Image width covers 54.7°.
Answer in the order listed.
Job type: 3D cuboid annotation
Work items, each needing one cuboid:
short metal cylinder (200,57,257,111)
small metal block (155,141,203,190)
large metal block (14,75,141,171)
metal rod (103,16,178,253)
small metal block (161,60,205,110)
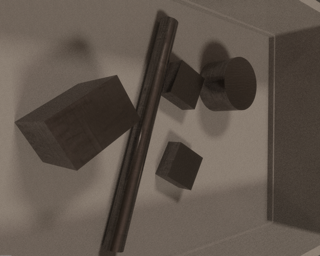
[{"bbox_3d":[0.106,-0.066,0.481,0.081,0.050,0.079,0,90,-40],"label":"short metal cylinder"},{"bbox_3d":[0.028,0.053,0.432,0.050,0.025,0.050,36,68,-35],"label":"small metal block"},{"bbox_3d":[-0.081,-0.007,0.304,0.080,0.080,0.050,-41,115,-33],"label":"large metal block"},{"bbox_3d":[-0.021,-0.001,0.390,0.025,0.025,0.299,22,76,-38],"label":"metal rod"},{"bbox_3d":[0.031,-0.059,0.435,0.050,0.025,0.050,31,71,-36],"label":"small metal block"}]
